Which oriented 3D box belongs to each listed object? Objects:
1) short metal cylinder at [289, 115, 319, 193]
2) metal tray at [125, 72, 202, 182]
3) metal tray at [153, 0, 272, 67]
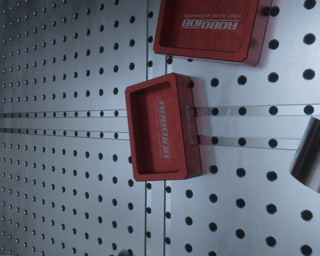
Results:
[{"bbox_3d":[0.153,0.027,0.247,0.080,0.081,0.050,27,107,37],"label":"short metal cylinder"},{"bbox_3d":[0.001,0.002,0.405,0.090,0.030,0.129,-11,83,39],"label":"metal tray"},{"bbox_3d":[0.056,-0.124,0.360,0.130,0.030,0.089,17,101,38],"label":"metal tray"}]
